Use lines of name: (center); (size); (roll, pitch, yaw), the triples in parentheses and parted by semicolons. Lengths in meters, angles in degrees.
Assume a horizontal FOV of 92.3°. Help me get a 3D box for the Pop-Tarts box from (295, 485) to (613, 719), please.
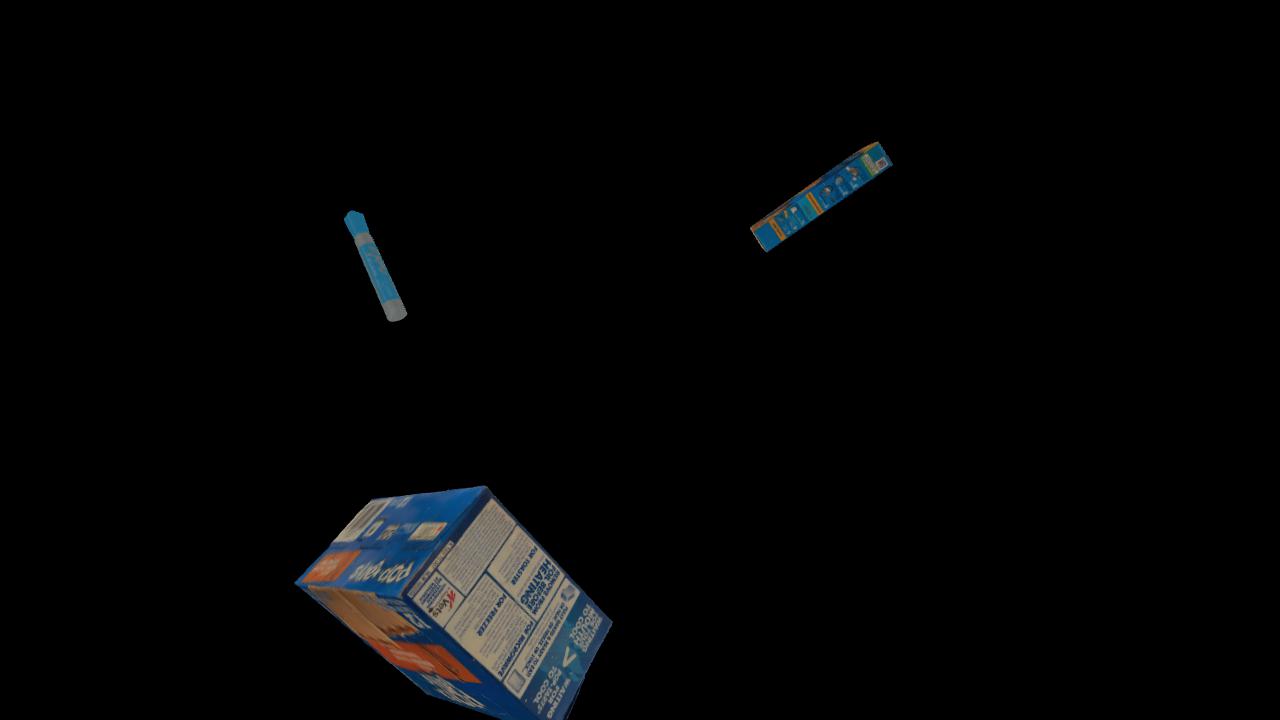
Pop-Tarts box: (-0.130, 0.168, 0.425); (0.167, 0.141, 0.083); (-15, 29, 43)

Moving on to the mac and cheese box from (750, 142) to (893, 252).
mac and cheese box: (0.234, -0.214, 0.818); (0.184, 0.041, 0.093); (-34, 9, 14)

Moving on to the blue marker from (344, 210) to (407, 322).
blue marker: (-0.258, -0.093, 0.597); (0.020, 0.121, 0.020); (-27, -12, -6)
